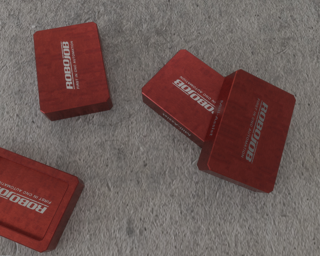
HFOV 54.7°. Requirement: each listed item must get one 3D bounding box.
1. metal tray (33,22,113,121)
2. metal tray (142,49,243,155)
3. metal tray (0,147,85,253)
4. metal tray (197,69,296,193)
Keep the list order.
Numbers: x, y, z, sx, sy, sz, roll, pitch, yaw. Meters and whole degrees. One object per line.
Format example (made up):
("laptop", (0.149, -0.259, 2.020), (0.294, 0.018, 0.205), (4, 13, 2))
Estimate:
("metal tray", (-0.122, -0.081, 0.434), (0.091, 0.030, 0.130), (-11, 70, -4))
("metal tray", (0.051, -0.036, 0.419), (0.130, 0.030, 0.090), (39, 74, 13))
("metal tray", (-0.171, 0.082, 0.373), (0.131, 0.030, 0.090), (20, 71, 7))
("metal tray", (0.109, 0.004, 0.382), (0.090, 0.030, 0.130), (23, 76, -13))
